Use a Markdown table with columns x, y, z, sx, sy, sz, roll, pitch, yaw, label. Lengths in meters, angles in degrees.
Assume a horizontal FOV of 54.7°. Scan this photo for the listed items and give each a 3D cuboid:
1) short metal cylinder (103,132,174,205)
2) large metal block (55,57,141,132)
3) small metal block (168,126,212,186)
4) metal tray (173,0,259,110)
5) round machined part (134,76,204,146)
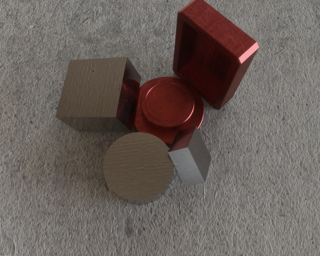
| x | y | z | sx | sy | sz | roll | pitch | yaw | label |
| --- | --- | --- | --- | --- | --- | --- | --- | --- | --- |
| -0.025 | 0.051 | 0.378 | 0.081 | 0.050 | 0.080 | 0 | 70 | 0 | short metal cylinder |
| -0.076 | -0.041 | 0.397 | 0.080 | 0.050 | 0.080 | 1 | 69 | 18 | large metal block |
| 0.037 | 0.033 | 0.373 | 0.025 | 0.050 | 0.050 | -17 | 112 | 26 | small metal block |
| 0.060 | -0.084 | 0.384 | 0.030 | 0.130 | 0.090 | -43 | 76 | -14 | metal tray |
| 0.009 | -0.026 | 0.411 | 0.099 | 0.042 | 0.098 | 0 | 70 | -1 | round machined part |
